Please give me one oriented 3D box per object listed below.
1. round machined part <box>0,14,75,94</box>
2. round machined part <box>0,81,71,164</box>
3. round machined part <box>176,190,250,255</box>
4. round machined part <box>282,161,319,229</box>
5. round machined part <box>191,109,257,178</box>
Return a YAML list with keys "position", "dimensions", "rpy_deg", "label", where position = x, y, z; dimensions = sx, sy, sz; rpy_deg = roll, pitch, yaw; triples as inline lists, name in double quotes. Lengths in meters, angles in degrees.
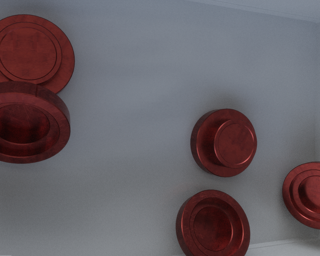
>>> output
- position: [-0.146, -0.079, 0.347]
  dimensions: [0.099, 0.042, 0.097]
  rpy_deg: [0, 90, -20]
  label: "round machined part"
- position: [-0.147, -0.010, 0.330]
  dimensions: [0.099, 0.042, 0.097]
  rpy_deg: [-9, 134, -9]
  label: "round machined part"
- position: [0.066, 0.135, 0.413]
  dimensions: [0.099, 0.042, 0.098]
  rpy_deg: [9, 62, -17]
  label: "round machined part"
- position: [0.242, 0.099, 0.468]
  dimensions: [0.042, 0.098, 0.097]
  rpy_deg: [1, 90, -50]
  label: "round machined part"
- position: [0.096, 0.021, 0.437]
  dimensions: [0.099, 0.042, 0.097]
  rpy_deg: [0, 90, -20]
  label: "round machined part"
